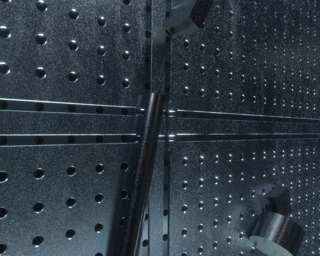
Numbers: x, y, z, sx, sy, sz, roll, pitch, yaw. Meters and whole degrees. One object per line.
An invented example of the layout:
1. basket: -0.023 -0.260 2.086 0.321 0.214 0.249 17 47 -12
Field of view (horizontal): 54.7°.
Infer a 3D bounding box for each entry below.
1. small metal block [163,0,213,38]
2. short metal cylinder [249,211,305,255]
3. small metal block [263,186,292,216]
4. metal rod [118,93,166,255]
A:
1. small metal block: 0.038 -0.156 0.424 0.025 0.050 0.050 38 67 -34
2. short metal cylinder: 0.206 0.192 0.546 0.080 0.080 0.050 52 60 -28
3. small metal block: 0.229 0.147 0.601 0.050 0.025 0.050 -19 102 -38
4. metal rod: -0.030 0.103 0.383 0.025 0.025 0.299 16 80 -39
